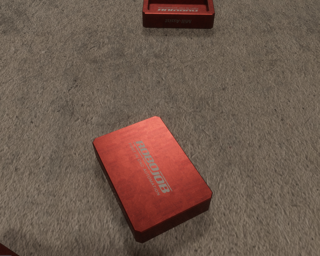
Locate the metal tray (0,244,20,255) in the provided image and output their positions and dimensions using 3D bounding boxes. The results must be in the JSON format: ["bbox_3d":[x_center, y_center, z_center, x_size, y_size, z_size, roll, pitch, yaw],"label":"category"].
[{"bbox_3d":[-0.126,0.159,0.250,0.130,0.030,0.090,17,51,26],"label":"metal tray"}]

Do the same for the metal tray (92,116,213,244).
[{"bbox_3d":[-0.012,0.052,0.356,0.091,0.030,0.130,-21,53,-18],"label":"metal tray"}]

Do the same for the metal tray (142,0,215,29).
[{"bbox_3d":[0.034,-0.229,0.592,0.131,0.030,0.090,1,50,0],"label":"metal tray"}]
